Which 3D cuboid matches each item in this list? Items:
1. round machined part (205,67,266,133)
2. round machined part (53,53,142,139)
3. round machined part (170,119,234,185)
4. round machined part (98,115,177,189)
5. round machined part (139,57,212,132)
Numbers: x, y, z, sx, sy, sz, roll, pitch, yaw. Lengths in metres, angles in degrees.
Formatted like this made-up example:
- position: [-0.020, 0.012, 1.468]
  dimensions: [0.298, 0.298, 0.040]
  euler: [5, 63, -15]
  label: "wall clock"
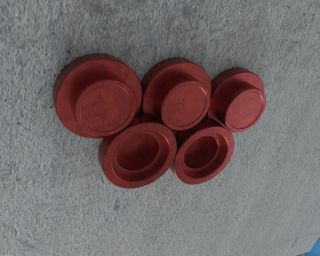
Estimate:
- position: [0.110, -0.033, 0.439]
  dimensions: [0.099, 0.042, 0.097]
  euler: [-14, 125, -21]
  label: "round machined part"
- position: [-0.065, -0.030, 0.345]
  dimensions: [0.099, 0.042, 0.097]
  euler: [-14, 125, -21]
  label: "round machined part"
- position: [0.054, 0.030, 0.448]
  dimensions: [0.099, 0.042, 0.097]
  euler: [-14, 125, -21]
  label: "round machined part"
- position: [-0.031, 0.026, 0.398]
  dimensions: [0.099, 0.042, 0.097]
  euler: [-14, 125, -21]
  label: "round machined part"
- position: [0.024, -0.036, 0.390]
  dimensions: [0.099, 0.042, 0.097]
  euler: [-14, 125, -21]
  label: "round machined part"
